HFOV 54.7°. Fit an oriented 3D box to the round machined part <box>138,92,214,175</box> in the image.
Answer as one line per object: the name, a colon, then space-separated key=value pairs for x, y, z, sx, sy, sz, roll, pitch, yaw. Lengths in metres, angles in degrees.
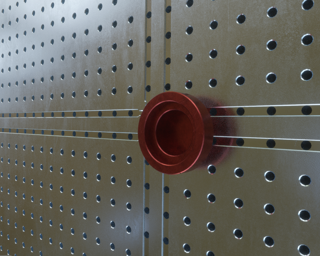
round machined part: x=0.023 y=0.006 z=0.378 sx=0.098 sy=0.042 sz=0.097 roll=0 pitch=90 yaw=39
